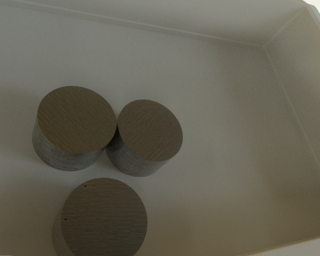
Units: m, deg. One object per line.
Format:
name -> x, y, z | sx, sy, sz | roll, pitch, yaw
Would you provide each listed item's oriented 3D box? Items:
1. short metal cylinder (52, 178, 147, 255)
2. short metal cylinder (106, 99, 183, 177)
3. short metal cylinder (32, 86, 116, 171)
short metal cylinder -> -0.059, 0.095, 0.301 | 0.081, 0.050, 0.080 | 14, 56, -21
short metal cylinder -> -0.020, 0.013, 0.372 | 0.081, 0.050, 0.080 | 14, 56, -21
short metal cylinder -> -0.094, 0.001, 0.339 | 0.081, 0.050, 0.080 | 14, 56, -21
